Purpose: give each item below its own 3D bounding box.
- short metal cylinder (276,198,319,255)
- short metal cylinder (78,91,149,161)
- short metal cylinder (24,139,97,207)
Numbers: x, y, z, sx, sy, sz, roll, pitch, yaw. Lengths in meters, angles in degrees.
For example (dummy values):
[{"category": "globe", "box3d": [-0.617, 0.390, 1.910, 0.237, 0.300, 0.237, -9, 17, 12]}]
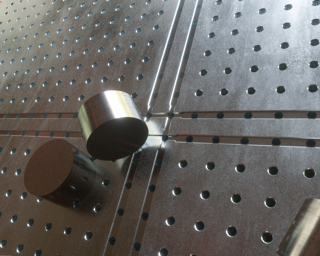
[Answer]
[{"category": "short metal cylinder", "box3d": [0.140, 0.098, 0.239, 0.080, 0.080, 0.050, 27, 76, 37]}, {"category": "short metal cylinder", "box3d": [-0.061, -0.002, 0.405, 0.080, 0.080, 0.050, -33, 52, 7]}, {"category": "short metal cylinder", "box3d": [-0.135, 0.061, 0.423, 0.080, 0.050, 0.080, -13, 56, 21]}]
